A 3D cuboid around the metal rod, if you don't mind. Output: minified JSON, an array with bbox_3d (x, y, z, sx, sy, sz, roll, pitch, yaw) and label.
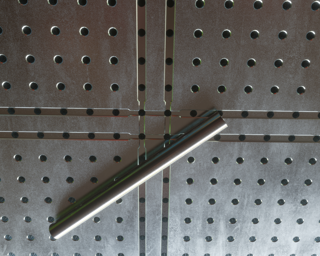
[{"bbox_3d":[-0.038,0.072,0.439,0.300,0.025,0.025,-35,107,11],"label":"metal rod"}]
